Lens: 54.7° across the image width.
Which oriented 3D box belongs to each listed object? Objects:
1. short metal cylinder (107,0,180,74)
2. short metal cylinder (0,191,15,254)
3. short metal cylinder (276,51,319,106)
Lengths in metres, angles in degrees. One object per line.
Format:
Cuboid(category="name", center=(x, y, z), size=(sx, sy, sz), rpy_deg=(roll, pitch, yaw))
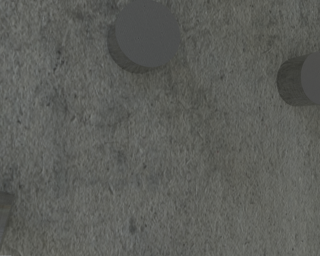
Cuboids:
Cuboid(category="short metal cylinder", center=(-0.022, -0.112, 0.388), size=(0.081, 0.050, 0.079), rpy_deg=(0, 90, -21))
Cuboid(category="short metal cylinder", center=(-0.184, 0.102, 0.312), size=(0.050, 0.080, 0.080), rpy_deg=(14, 85, -20))
Cuboid(category="short metal cylinder", center=(0.232, -0.075, 0.484), size=(0.081, 0.050, 0.079), rpy_deg=(0, 90, -21))
